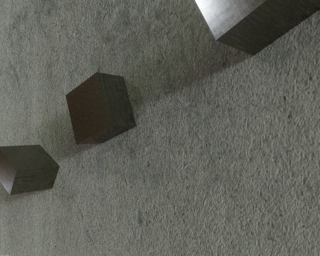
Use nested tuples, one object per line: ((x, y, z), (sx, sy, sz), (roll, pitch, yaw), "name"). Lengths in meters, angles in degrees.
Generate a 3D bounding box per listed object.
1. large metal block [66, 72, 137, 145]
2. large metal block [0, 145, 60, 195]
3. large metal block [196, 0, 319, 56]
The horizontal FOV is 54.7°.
((-0.090, -0.027, 0.463), (0.080, 0.050, 0.080), (-26, 74, 37), "large metal block")
((-0.249, 0.074, 0.575), (0.080, 0.081, 0.050), (35, 112, 34), "large metal block")
((0.094, -0.119, 0.291), (0.080, 0.081, 0.050), (-35, 69, 35), "large metal block")
